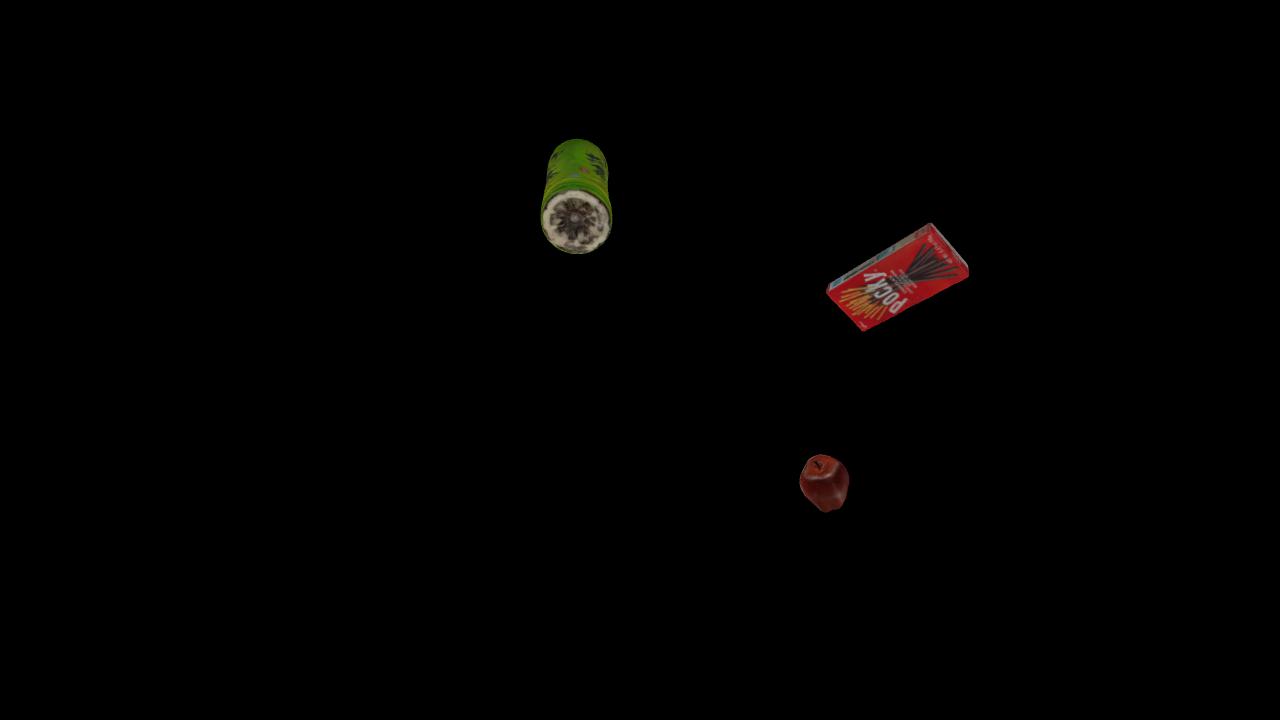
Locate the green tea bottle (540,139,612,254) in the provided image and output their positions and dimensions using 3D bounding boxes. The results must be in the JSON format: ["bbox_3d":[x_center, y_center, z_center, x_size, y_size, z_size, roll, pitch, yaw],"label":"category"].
[{"bbox_3d":[-0.068,-0.189,0.663,0.073,0.073,0.212,0,35,-6],"label":"green tea bottle"}]

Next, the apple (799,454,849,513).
[{"bbox_3d":[0.296,0.196,0.986,0.079,0.093,0.079,-20,26,10],"label":"apple"}]

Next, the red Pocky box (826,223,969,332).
[{"bbox_3d":[0.328,-0.102,0.792,0.083,0.028,0.155,40,-45,-16],"label":"red Pocky box"}]
